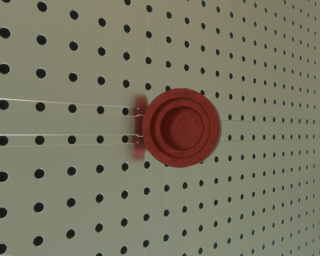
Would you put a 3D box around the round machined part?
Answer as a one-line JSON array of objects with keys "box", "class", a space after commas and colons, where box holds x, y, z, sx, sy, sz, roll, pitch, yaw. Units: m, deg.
[{"box": [0.030, 0.001, 0.398, 0.042, 0.098, 0.098, 8, 84, -71], "class": "round machined part"}]
